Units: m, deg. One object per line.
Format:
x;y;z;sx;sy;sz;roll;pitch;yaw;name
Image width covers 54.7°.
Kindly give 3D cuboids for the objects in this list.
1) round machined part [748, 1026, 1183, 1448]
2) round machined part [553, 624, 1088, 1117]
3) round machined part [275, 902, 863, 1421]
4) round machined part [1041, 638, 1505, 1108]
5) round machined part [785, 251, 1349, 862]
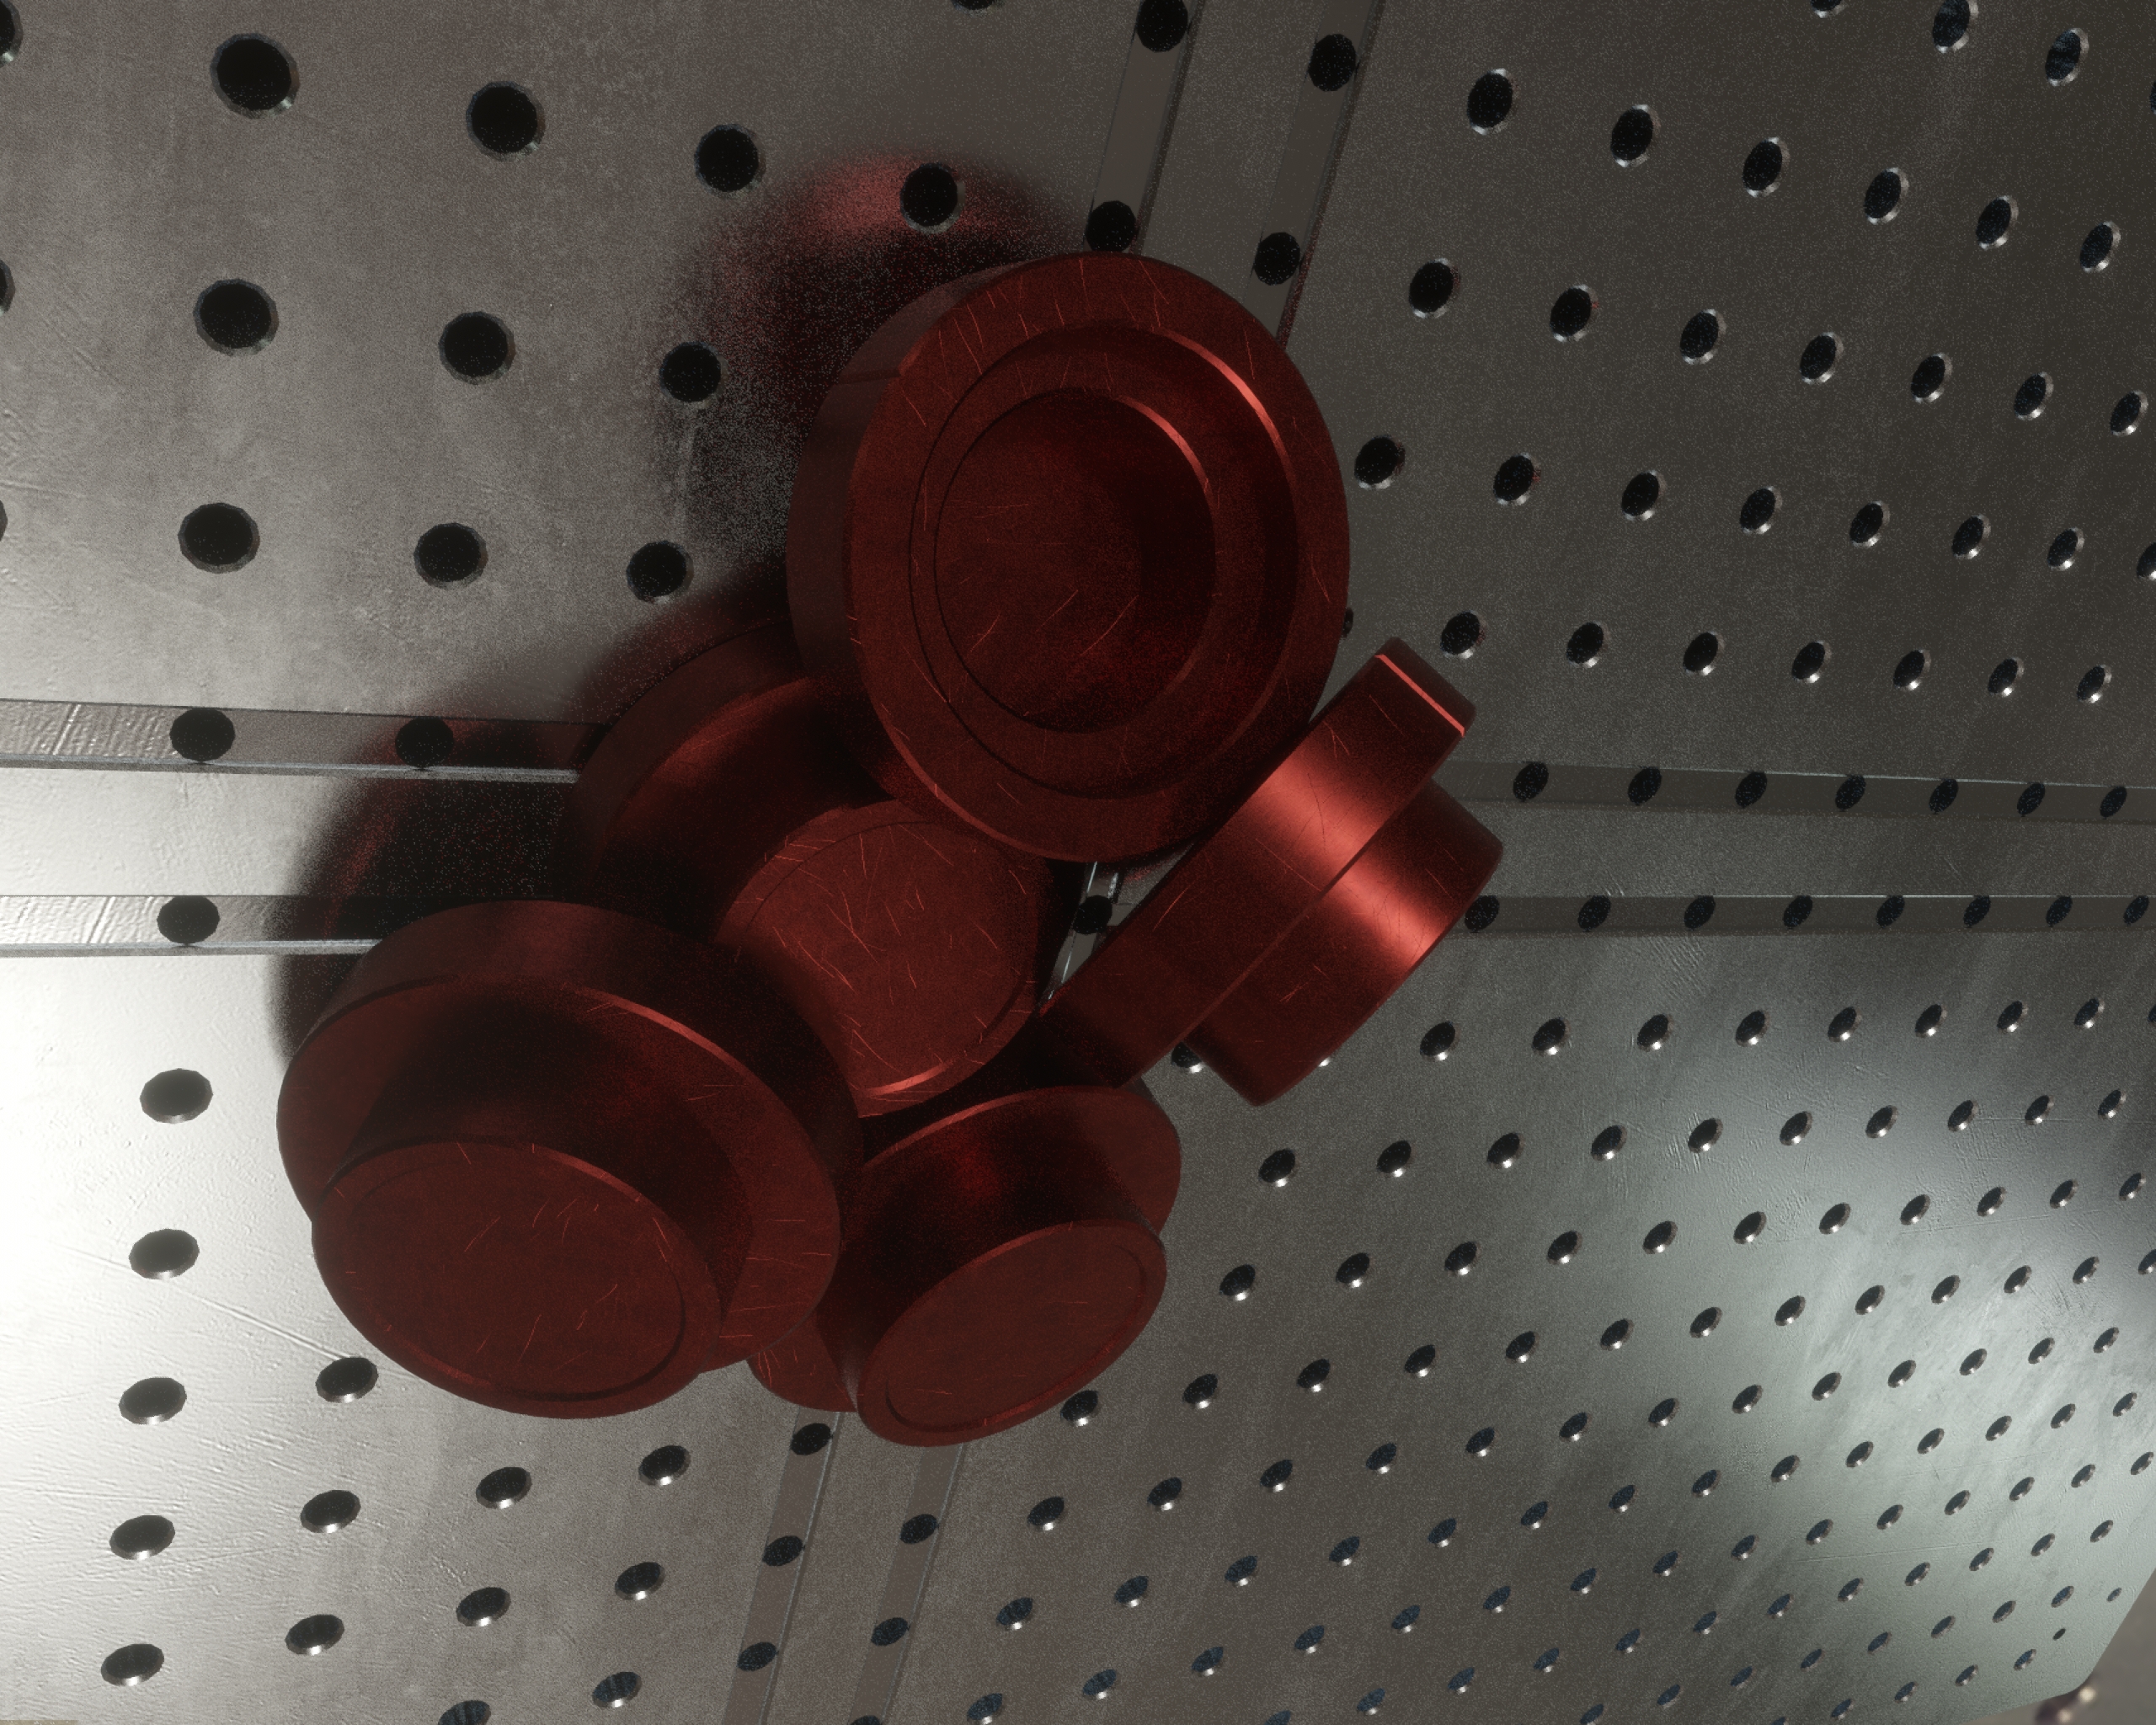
-0.021;0.081;0.424;0.099;0.042;0.097;-20;139;-18;round machined part
-0.042;0.008;0.382;0.099;0.042;0.097;-14;125;-21;round machined part
-0.090;0.058;0.357;0.099;0.042;0.097;4;127;6;round machined part
0.041;0.007;0.391;0.042;0.098;0.098;43;95;2;round machined part
-0.005;-0.051;0.353;0.099;0.042;0.097;-6;101;-33;round machined part
